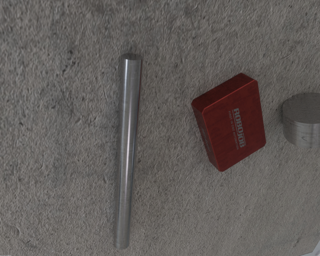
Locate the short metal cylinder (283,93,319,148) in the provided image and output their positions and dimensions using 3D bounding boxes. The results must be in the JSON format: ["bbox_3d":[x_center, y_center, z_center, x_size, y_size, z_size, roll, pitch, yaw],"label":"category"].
[{"bbox_3d":[0.239,-0.013,0.494,0.080,0.080,0.050,-27,128,-12],"label":"short metal cylinder"}]

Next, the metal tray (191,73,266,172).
[{"bbox_3d":[0.106,-0.005,0.458,0.090,0.030,0.129,-30,129,-9],"label":"metal tray"}]

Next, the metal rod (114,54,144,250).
[{"bbox_3d":[-0.045,0.051,0.413,0.025,0.025,0.298,-8,122,-24],"label":"metal rod"}]
